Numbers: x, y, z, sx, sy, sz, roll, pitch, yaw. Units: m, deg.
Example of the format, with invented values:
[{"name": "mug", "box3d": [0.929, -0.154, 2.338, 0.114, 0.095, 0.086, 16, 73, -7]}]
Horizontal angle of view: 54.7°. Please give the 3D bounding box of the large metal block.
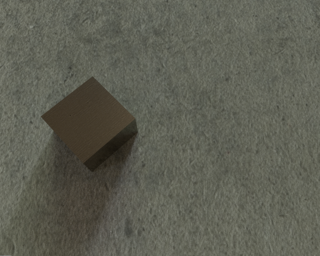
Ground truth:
[{"name": "large metal block", "box3d": [-0.086, -0.004, 0.395, 0.080, 0.050, 0.080, -42, 76, -14]}]
